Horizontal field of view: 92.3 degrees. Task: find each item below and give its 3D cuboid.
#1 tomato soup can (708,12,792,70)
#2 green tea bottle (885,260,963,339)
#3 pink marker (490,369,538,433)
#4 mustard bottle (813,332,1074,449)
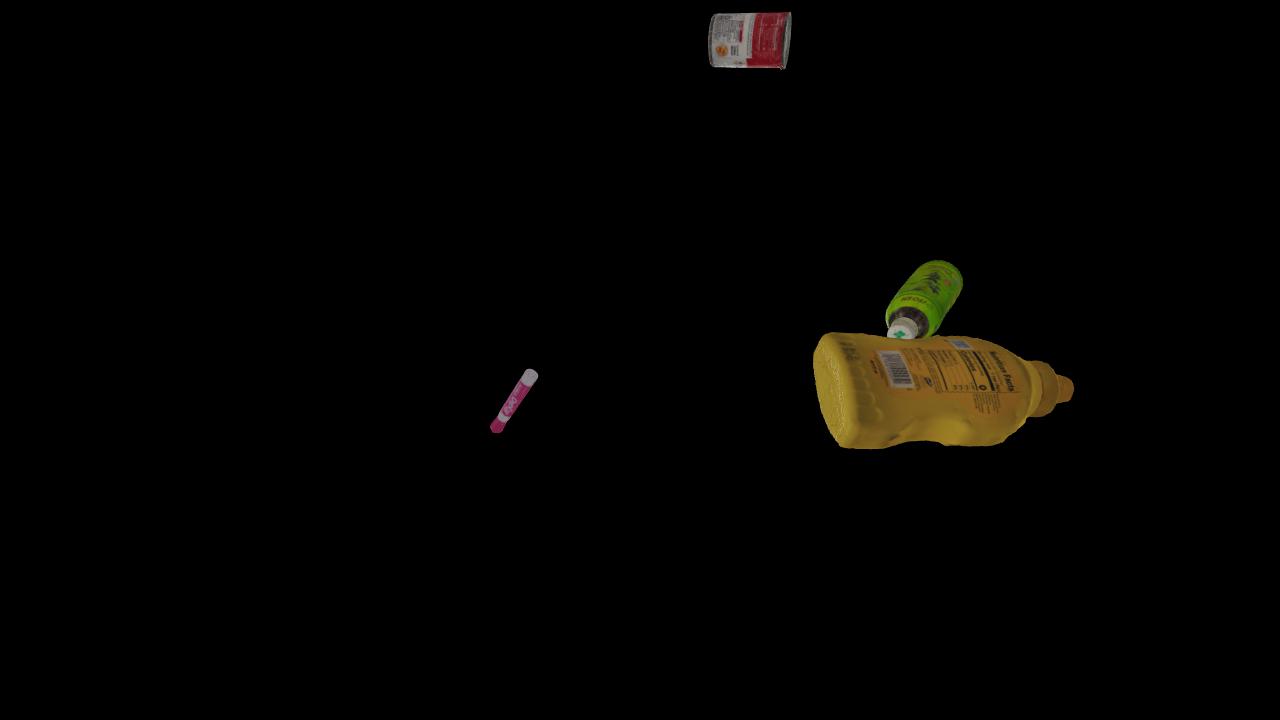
[{"bbox_3d":[0.147,-0.428,0.825,0.101,0.068,0.068,8,2,16],"label":"tomato soup can"},{"bbox_3d":[0.380,-0.072,0.836,0.073,0.073,0.212,0,26,40],"label":"green tea bottle"},{"bbox_3d":[-0.173,0.059,0.836,0.020,0.020,0.121,0,-43,-46],"label":"pink marker"},{"bbox_3d":[0.227,0.021,0.450,0.184,0.092,0.054,0,-45,-5],"label":"mustard bottle"}]
